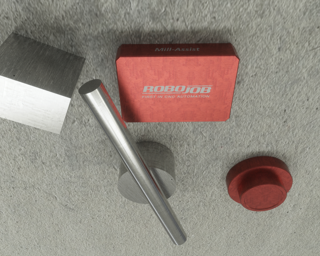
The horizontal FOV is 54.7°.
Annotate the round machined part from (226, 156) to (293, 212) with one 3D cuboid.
[{"bbox_3d":[0.154,0.092,0.477,0.099,0.042,0.097,-1,130,0],"label":"round machined part"}]

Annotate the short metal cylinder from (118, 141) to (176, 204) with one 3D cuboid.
[{"bbox_3d":[-0.018,0.065,0.446,0.081,0.050,0.079,0,130,0],"label":"short metal cylinder"}]

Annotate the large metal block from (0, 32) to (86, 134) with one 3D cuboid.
[{"bbox_3d":[-0.132,-0.048,0.328,0.081,0.080,0.050,18,128,-15],"label":"large metal block"}]

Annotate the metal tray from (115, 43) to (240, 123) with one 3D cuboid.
[{"bbox_3d":[0.019,-0.050,0.361,0.131,0.030,0.089,-1,130,0],"label":"metal tray"}]

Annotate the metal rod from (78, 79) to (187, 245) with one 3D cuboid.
[{"bbox_3d":[-0.019,0.066,0.397,0.025,0.025,0.299,-15,129,12],"label":"metal rod"}]
